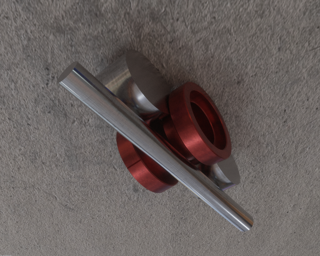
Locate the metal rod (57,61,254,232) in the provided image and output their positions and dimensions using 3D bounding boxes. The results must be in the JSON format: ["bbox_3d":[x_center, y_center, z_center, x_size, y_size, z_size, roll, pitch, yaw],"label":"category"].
[{"bbox_3d":[0.017,0.039,0.338,0.025,0.025,0.300,-33,124,24],"label":"metal rod"}]

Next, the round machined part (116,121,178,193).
[{"bbox_3d":[-0.005,0.027,0.382,0.042,0.098,0.098,-34,123,20],"label":"round machined part"}]

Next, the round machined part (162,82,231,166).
[{"bbox_3d":[0.040,-0.001,0.361,0.042,0.098,0.098,-29,125,28],"label":"round machined part"}]

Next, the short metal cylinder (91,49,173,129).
[{"bbox_3d":[-0.028,-0.038,0.339,0.050,0.080,0.080,-32,124,24],"label":"short metal cylinder"}]

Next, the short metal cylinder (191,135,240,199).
[{"bbox_3d":[0.064,0.049,0.415,0.050,0.080,0.080,-32,124,24],"label":"short metal cylinder"}]
